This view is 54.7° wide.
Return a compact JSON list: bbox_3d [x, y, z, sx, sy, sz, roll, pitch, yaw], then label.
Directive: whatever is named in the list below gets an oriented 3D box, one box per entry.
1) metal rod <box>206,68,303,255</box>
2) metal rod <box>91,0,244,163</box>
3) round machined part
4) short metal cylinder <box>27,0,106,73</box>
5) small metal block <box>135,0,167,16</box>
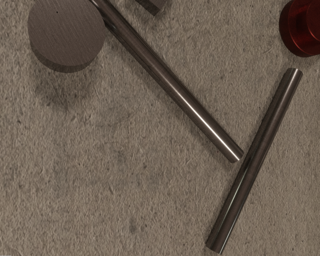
[{"bbox_3d":[0.145,0.042,0.464,0.025,0.025,0.299,31,80,-18],"label":"metal rod"},{"bbox_3d":[0.011,-0.063,0.414,0.300,0.025,0.025,46,76,-15],"label":"metal rod"},{"bbox_3d":[0.243,-0.165,0.492,0.099,0.042,0.097,0,90,-21],"label":"round machined part"},{"bbox_3d":[-0.107,-0.107,0.356,0.081,0.050,0.079,0,90,-20],"label":"short metal cylinder"},{"bbox_3d":[-0.010,-0.186,0.406,0.050,0.025,0.050,36,78,-17],"label":"small metal block"}]
